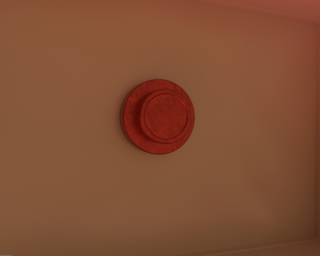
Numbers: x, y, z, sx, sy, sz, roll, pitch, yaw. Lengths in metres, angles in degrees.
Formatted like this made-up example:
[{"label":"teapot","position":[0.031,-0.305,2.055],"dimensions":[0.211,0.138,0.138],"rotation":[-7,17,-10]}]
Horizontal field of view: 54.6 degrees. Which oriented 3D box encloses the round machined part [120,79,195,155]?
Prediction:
[{"label":"round machined part","position":[0.001,-0.014,0.398],"dimensions":[0.099,0.042,0.097],"rotation":[0,90,-20]}]
